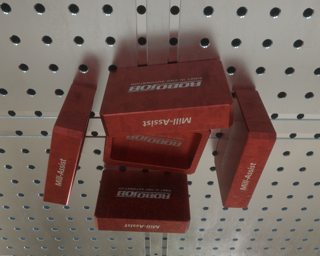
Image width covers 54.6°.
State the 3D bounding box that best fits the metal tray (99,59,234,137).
[{"bbox_3d":[0.007,-0.035,0.338,0.131,0.090,0.030,-5,130,4],"label":"metal tray"}]

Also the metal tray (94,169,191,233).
[{"bbox_3d":[-0.024,0.106,0.459,0.131,0.090,0.030,3,130,-2],"label":"metal tray"}]

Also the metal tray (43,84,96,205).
[{"bbox_3d":[-0.113,0.022,0.387,0.030,0.090,0.129,14,129,-11],"label":"metal tray"}]

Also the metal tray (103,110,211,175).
[{"bbox_3d":[-0.007,0.016,0.421,0.131,0.030,0.089,8,130,-8],"label":"metal tray"}]

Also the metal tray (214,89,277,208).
[{"bbox_3d":[0.101,0.028,0.393,0.030,0.090,0.129,3,130,-3],"label":"metal tray"}]
